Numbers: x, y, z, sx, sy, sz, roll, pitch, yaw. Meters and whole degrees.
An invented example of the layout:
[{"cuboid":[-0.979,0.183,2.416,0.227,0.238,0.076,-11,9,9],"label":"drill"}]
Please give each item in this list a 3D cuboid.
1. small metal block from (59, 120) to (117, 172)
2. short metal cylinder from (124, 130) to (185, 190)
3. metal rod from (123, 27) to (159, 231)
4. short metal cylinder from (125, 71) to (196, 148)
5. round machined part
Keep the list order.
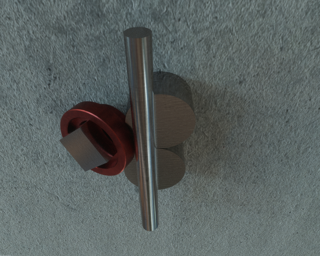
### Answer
[{"cuboid":[-0.085,0.021,0.372,0.050,0.025,0.050,-25,106,43],"label":"small metal block"},{"cuboid":[-0.007,0.040,0.426,0.081,0.050,0.079,0,129,0],"label":"short metal cylinder"},{"cuboid":[-0.017,0.030,0.369,0.025,0.025,0.298,-1,130,0],"label":"metal rod"},{"cuboid":[0.001,-0.022,0.374,0.081,0.050,0.079,0,130,0],"label":"short metal cylinder"},{"cuboid":[-0.072,0.009,0.388,0.098,0.042,0.097,18,131,22],"label":"round machined part"}]
